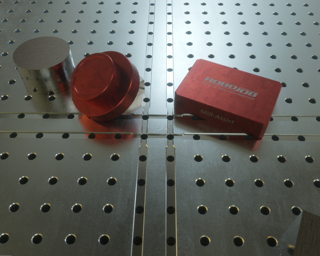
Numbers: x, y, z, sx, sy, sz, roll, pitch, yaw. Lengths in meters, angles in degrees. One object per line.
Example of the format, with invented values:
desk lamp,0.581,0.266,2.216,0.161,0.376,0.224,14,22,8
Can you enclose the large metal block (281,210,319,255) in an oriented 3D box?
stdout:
large metal block,0.154,0.135,0.279,0.080,0.050,0.080,21,53,16

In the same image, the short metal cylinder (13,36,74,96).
short metal cylinder,-0.172,-0.095,0.470,0.080,0.050,0.080,0,50,0

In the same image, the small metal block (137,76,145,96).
small metal block,-0.058,-0.066,0.463,0.050,0.025,0.050,-30,56,-23

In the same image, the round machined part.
round machined part,-0.081,-0.062,0.420,0.098,0.042,0.098,-8,68,22

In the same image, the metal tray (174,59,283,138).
metal tray,0.097,-0.046,0.444,0.130,0.030,0.090,21,53,16
